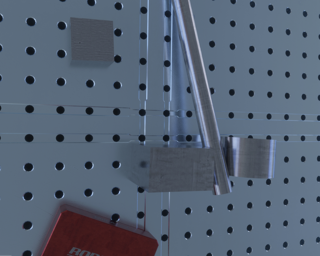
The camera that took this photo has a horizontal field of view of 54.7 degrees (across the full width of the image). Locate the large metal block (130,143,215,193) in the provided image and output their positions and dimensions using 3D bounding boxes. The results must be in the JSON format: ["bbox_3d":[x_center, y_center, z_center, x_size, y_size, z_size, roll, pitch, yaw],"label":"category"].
[{"bbox_3d":[0.012,0.047,0.389,0.081,0.080,0.050,3,90,-20],"label":"large metal block"}]

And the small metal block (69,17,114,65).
[{"bbox_3d":[-0.085,-0.105,0.382,0.050,0.025,0.050,-2,91,-20],"label":"small metal block"}]

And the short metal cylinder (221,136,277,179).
[{"bbox_3d":[0.118,0.039,0.429,0.081,0.080,0.050,4,89,-20],"label":"short metal cylinder"}]

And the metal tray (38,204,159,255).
[{"bbox_3d":[-0.078,0.159,0.382,0.131,0.030,0.090,25,81,-19],"label":"metal tray"}]

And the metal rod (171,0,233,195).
[{"bbox_3d":[0.050,-0.063,0.406,0.025,0.025,0.298,-9,84,-20],"label":"metal rod"}]
